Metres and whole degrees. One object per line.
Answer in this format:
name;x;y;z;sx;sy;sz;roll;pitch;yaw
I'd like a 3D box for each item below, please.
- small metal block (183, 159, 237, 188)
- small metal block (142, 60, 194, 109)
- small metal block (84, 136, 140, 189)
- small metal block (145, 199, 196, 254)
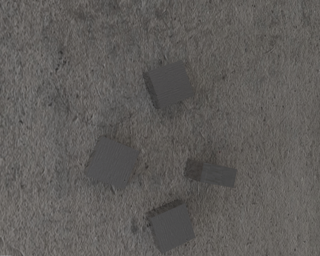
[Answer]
small metal block;0.067;0.061;0.421;0.050;0.050;0.025;13;86;-20
small metal block;0.011;-0.057;0.413;0.050;0.025;0.050;-23;98;-19
small metal block;-0.060;0.042;0.387;0.050;0.025;0.050;24;82;-19
small metal block;0.014;0.130;0.414;0.050;0.025;0.050;-19;97;-19
